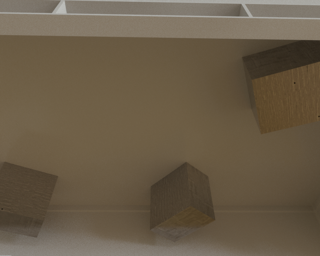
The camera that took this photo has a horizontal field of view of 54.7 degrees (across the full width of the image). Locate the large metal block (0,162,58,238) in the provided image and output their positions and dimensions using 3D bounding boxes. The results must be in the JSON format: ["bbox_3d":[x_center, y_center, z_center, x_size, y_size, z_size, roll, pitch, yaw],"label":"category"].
[{"bbox_3d":[-0.207,0.106,0.460,0.081,0.080,0.050,19,127,-16],"label":"large metal block"}]

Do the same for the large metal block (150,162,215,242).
[{"bbox_3d":[0.031,0.112,0.469,0.050,0.080,0.080,36,121,-27],"label":"large metal block"}]

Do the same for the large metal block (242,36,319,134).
[{"bbox_3d":[0.146,-0.047,0.355,0.080,0.050,0.080,-14,129,12],"label":"large metal block"}]
